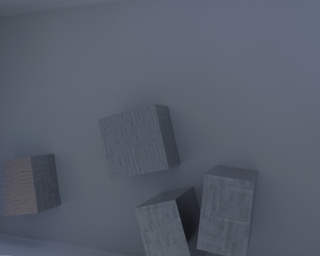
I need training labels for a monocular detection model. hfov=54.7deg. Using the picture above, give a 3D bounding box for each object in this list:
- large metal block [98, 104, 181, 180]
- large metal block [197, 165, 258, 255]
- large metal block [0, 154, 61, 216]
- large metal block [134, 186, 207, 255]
[{"bbox_3d":[-0.026,0.018,0.406,0.080,0.050,0.080,-14,86,19],"label":"large metal block"},{"bbox_3d":[0.080,0.090,0.353,0.050,0.080,0.079,6,92,20],"label":"large metal block"},{"bbox_3d":[-0.205,0.086,0.470,0.080,0.050,0.080,-10,87,19],"label":"large metal block"},{"bbox_3d":[0.018,0.122,0.375,0.050,0.080,0.080,-17,84,19],"label":"large metal block"}]
